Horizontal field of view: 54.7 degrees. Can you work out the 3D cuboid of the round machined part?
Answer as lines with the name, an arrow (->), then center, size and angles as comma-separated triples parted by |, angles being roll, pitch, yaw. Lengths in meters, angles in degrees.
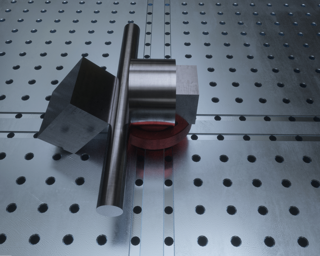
round machined part -> -0.008, -0.011, 0.404 | 0.099, 0.042, 0.098 | 0, 50, 0

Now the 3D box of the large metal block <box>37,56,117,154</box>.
large metal block -> -0.102, -0.027, 0.386 | 0.050, 0.080, 0.080 | 30, 42, -30

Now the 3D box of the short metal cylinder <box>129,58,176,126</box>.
short metal cylinder -> -0.008, -0.042, 0.368 | 0.050, 0.080, 0.080 | 1, 50, 0

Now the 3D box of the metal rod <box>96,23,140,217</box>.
metal rod -> -0.045, -0.037, 0.384 | 0.025, 0.025, 0.300 | 1, 50, 0

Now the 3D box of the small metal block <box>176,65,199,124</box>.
small metal block -> 0.030, -0.040, 0.370 | 0.025, 0.050, 0.050 | 1, 50, 0
